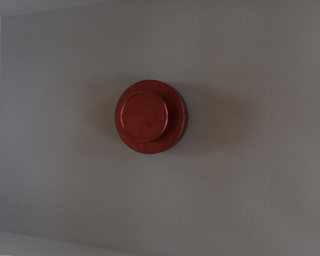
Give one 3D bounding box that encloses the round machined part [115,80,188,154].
[{"bbox_3d":[-0.016,-0.015,0.404,0.098,0.042,0.097,0,90,20],"label":"round machined part"}]
